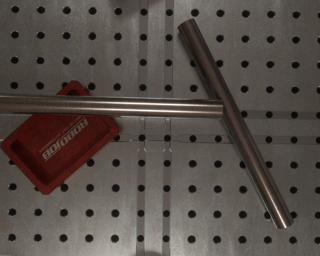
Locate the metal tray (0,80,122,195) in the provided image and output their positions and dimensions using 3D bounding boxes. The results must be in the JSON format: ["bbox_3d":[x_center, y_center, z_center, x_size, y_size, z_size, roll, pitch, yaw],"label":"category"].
[{"bbox_3d":[-0.128,0.012,0.409,0.130,0.030,0.090,-42,91,-1],"label":"metal tray"}]

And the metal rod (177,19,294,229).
[{"bbox_3d":[0.101,-0.005,0.414,0.025,0.025,0.299,-26,90,0],"label":"metal rod"}]

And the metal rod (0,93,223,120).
[{"bbox_3d":[-0.075,-0.027,0.381,0.302,0.025,0.025,2,90,-1],"label":"metal rod"}]
